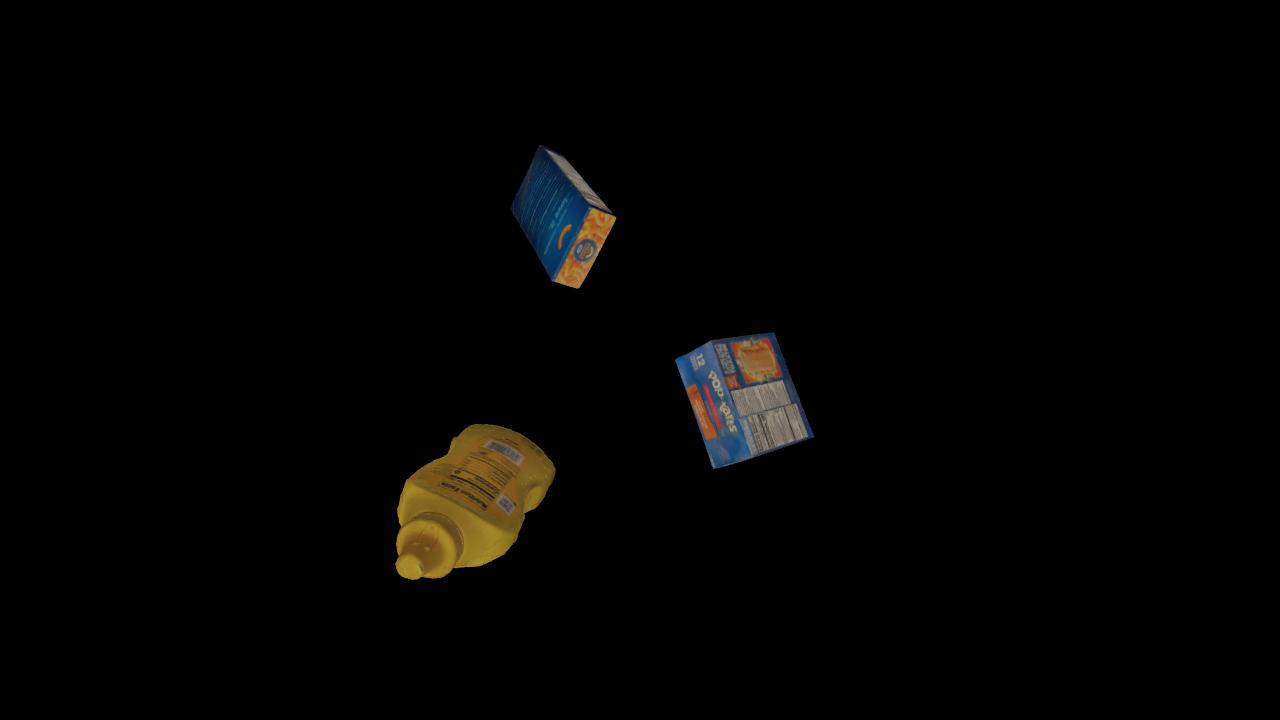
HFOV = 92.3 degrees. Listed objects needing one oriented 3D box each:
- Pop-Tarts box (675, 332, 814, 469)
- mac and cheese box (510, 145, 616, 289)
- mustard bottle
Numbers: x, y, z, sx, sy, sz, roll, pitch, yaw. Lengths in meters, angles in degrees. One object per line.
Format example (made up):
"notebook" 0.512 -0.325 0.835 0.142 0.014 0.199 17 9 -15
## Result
"Pop-Tarts box" 0.150 0.055 0.883 0.141 0.167 0.083 -8 -16 -40
"mac and cheese box" -0.094 -0.168 0.706 0.041 0.093 0.184 15 29 -37
"mustard bottle" -0.128 0.106 0.460 0.092 0.054 0.184 33 15 -1
